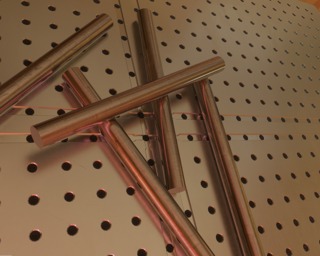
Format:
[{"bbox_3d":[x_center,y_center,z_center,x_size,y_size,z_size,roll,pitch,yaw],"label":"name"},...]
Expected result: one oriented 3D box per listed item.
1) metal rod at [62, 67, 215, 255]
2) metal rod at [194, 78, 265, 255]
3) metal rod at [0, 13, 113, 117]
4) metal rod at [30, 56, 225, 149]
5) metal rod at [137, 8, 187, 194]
[{"bbox_3d":[-0.024,0.049,0.366,0.025,0.025,0.299,-30,78,-38],"label":"metal rod"},{"bbox_3d":[0.089,0.039,0.434,0.025,0.025,0.299,2,61,-28],"label":"metal rod"},{"bbox_3d":[-0.148,-0.064,0.367,0.025,0.025,0.301,38,51,-3],"label":"metal rod"},{"bbox_3d":[-0.014,-0.046,0.395,0.302,0.025,0.025,-27,77,-37],"label":"metal rod"},{"bbox_3d":[-0.003,-0.056,0.441,0.025,0.025,0.299,5,60,-26],"label":"metal rod"}]
